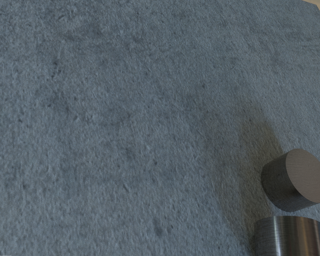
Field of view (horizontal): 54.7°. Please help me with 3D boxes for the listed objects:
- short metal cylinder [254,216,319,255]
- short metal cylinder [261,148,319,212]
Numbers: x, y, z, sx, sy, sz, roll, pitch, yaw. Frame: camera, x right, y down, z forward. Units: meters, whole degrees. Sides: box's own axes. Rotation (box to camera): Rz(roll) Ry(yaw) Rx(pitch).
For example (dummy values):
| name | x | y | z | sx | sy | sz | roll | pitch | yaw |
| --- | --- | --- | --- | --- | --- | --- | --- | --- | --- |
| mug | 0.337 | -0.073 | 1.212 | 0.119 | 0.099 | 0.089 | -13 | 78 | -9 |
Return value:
| name | x | y | z | sx | sy | sz | roll | pitch | yaw |
| --- | --- | --- | --- | --- | --- | --- | --- | --- | --- |
| short metal cylinder | 0.154 | 0.143 | 0.367 | 0.080 | 0.080 | 0.050 | 21 | 54 | -16 |
| short metal cylinder | 0.196 | 0.076 | 0.450 | 0.081 | 0.050 | 0.080 | 14 | 56 | -21 |
